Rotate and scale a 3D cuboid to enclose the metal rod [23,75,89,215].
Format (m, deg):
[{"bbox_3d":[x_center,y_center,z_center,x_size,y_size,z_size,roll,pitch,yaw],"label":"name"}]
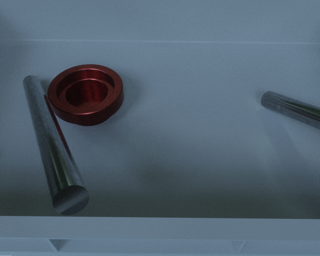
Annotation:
[{"bbox_3d":[-0.126,-0.008,0.339,0.025,0.025,0.300,-22,31,-17],"label":"metal rod"}]

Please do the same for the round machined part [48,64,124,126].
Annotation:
[{"bbox_3d":[-0.099,-0.041,0.427,0.099,0.042,0.098,0,50,0],"label":"round machined part"}]

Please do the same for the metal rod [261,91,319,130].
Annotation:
[{"bbox_3d":[0.216,0.010,0.318,0.025,0.025,0.300,-21,28,-17],"label":"metal rod"}]
